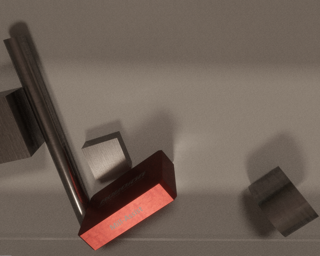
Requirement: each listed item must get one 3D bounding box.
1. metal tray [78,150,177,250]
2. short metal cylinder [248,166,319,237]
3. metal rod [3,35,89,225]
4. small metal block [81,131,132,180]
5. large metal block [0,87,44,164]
[{"bbox_3d":[-0.041,0.092,0.409,0.130,0.090,0.030,-35,107,11],"label":"metal tray"},{"bbox_3d":[0.166,0.099,0.421,0.050,0.080,0.080,-39,106,13],"label":"short metal cylinder"},{"bbox_3d":[-0.137,0.028,0.419,0.025,0.025,0.298,-14,110,4],"label":"metal rod"},{"bbox_3d":[-0.072,0.038,0.424,0.050,0.025,0.050,-18,109,6],"label":"small metal block"},{"bbox_3d":[-0.208,0.000,0.395,0.080,0.050,0.079,-13,110,4],"label":"large metal block"}]
